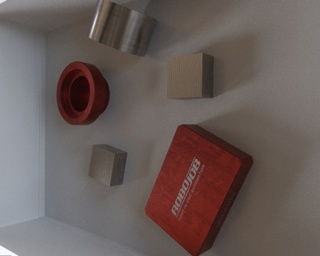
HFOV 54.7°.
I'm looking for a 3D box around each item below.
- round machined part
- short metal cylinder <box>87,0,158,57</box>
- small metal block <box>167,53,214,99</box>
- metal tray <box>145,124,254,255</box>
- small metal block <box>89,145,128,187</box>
[{"bbox_3d":[-0.118,-0.053,0.490,0.098,0.042,0.097,0,90,39],"label":"round machined part"},{"bbox_3d":[-0.050,-0.133,0.410,0.080,0.081,0.050,33,111,35],"label":"short metal cylinder"},{"bbox_3d":[0.036,-0.061,0.375,0.050,0.025,0.050,1,91,39],"label":"small metal block"},{"bbox_3d":[0.041,0.071,0.368,0.090,0.030,0.129,33,110,35],"label":"metal tray"},{"bbox_3d":[-0.079,0.055,0.470,0.050,0.025,0.050,16,100,38],"label":"small metal block"}]
